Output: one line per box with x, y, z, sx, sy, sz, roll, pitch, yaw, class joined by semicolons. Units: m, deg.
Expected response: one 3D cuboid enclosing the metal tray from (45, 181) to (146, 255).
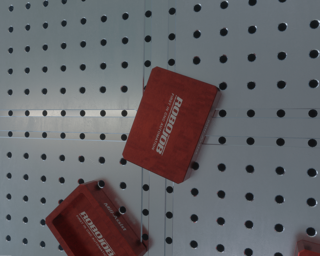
-0.094;0.153;0.443;0.090;0.030;0.130;-44;77;14;metal tray

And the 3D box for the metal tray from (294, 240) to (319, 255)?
0.211;0.187;0.335;0.130;0.030;0.090;11;94;19;metal tray

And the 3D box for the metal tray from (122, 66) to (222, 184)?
0.014;-0.005;0.405;0.090;0.030;0.129;22;97;18;metal tray
